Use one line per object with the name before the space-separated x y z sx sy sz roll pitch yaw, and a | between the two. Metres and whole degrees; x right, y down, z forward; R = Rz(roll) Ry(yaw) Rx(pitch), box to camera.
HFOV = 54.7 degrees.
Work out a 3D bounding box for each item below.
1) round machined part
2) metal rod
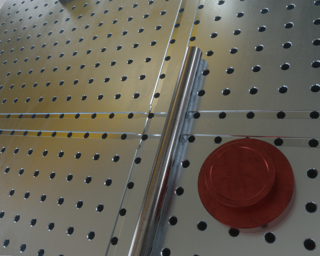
round machined part | 0.085 0.053 0.320 0.098 0.042 0.098 -13 56 21
metal rod | 0.011 0.021 0.389 0.025 0.025 0.300 2 62 29
